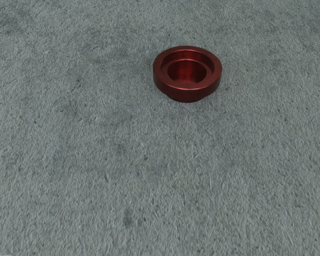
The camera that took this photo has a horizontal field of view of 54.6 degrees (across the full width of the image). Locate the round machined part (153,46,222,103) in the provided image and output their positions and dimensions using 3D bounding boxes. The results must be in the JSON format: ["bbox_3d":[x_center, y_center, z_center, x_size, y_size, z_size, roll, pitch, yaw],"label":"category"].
[{"bbox_3d":[0.039,-0.075,0.455,0.099,0.042,0.098,0,50,0],"label":"round machined part"}]
